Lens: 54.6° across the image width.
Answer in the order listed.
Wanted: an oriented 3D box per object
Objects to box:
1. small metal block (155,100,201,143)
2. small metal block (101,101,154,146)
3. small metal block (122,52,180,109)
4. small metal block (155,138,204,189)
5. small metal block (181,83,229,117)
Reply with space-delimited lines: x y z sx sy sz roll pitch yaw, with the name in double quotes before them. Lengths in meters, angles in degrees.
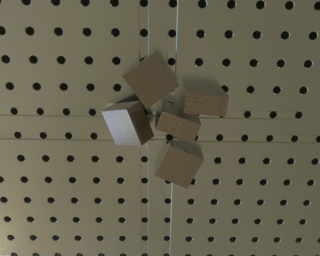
"small metal block" 0.022 -0.010 0.397 0.050 0.050 0.025 19 109 -7
"small metal block" -0.041 -0.006 0.397 0.050 0.025 0.050 -1 117 43
"small metal block" -0.012 -0.060 0.387 0.050 0.025 0.050 -36 107 3
"small metal block" 0.026 0.050 0.432 0.050 0.025 0.050 23 108 -9
"small metal block" 0.054 -0.036 0.387 0.050 0.050 0.025 5 110 -2
